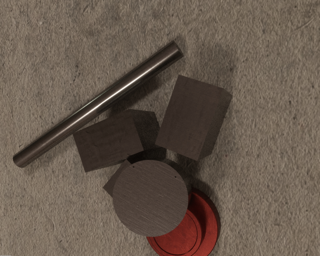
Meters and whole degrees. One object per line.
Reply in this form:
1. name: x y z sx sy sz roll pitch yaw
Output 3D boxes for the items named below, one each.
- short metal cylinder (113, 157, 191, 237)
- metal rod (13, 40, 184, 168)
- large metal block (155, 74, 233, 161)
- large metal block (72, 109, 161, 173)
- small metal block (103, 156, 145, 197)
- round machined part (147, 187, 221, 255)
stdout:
1. short metal cylinder: -0.006 0.074 0.348 0.080 0.050 0.080 0 88 9
2. metal rod: -0.098 -0.026 0.441 0.300 0.025 0.025 -32 80 16
3. large metal block: 0.043 -0.012 0.364 0.050 0.080 0.080 21 97 18
4. large metal block: -0.048 0.015 0.396 0.080 0.080 0.050 -22 83 18
5. small metal block: -0.040 0.065 0.409 0.025 0.050 0.050 43 103 15
6. round machined part: 0.024 0.125 0.391 0.098 0.042 0.097 0 90 19
